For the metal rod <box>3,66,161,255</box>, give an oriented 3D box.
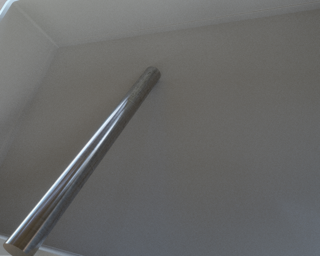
[{"bbox_3d":[-0.063,0.009,0.356,0.025,0.025,0.301,-2,36,27],"label":"metal rod"}]
